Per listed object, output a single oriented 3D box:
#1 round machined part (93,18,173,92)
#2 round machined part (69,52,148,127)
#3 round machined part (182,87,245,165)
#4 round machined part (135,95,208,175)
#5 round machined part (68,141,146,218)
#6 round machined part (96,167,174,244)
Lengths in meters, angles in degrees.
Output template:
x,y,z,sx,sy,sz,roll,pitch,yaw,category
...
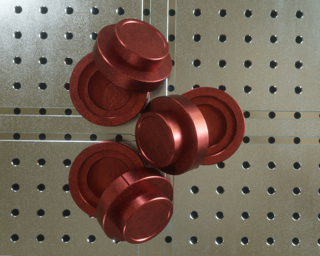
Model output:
x,y,z,sx,sy,sz,roll,pitch,yaw,category
-0.028,-0.094,0.377,0.099,0.042,0.098,16,49,-20,round machined part
-0.063,-0.050,0.403,0.099,0.042,0.097,0,90,0,round machined part
0.057,-0.003,0.405,0.099,0.042,0.097,0,90,0,round machined part
0.007,0.010,0.375,0.042,0.098,0.098,-14,90,-42,round machined part
-0.064,0.065,0.404,0.099,0.042,0.097,0,90,0,round machined part
-0.023,0.100,0.376,0.099,0.042,0.097,-20,128,-27,round machined part
